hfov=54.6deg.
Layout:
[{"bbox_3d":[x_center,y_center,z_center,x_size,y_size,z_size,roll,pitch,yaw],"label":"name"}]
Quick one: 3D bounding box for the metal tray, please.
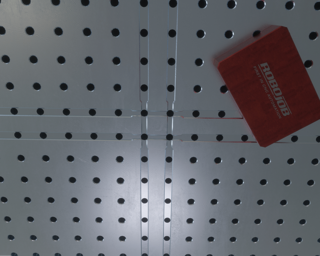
[{"bbox_3d":[0.138,-0.050,0.393,0.090,0.030,0.130,-30,108,10],"label":"metal tray"}]
